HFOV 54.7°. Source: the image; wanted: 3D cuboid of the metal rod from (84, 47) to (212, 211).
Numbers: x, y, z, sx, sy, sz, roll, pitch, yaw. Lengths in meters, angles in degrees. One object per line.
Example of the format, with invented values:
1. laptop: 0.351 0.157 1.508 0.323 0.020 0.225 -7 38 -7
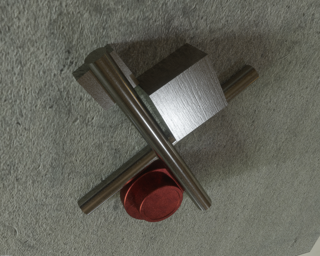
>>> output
1. metal rod: 0.004 0.025 0.394 0.025 0.025 0.300 -38 130 -3

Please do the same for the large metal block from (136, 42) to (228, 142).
1. large metal block: 0.027 -0.044 0.383 0.080 0.050 0.080 -36 130 -5

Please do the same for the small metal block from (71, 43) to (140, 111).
1. small metal block: -0.060 -0.056 0.344 0.050 0.025 0.050 -40 130 -1

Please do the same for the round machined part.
1. round machined part: -0.005 0.099 0.457 0.099 0.042 0.097 -14 125 -21

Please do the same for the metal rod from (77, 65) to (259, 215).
1. metal rod: 0.013 0.015 0.428 0.301 0.025 0.025 -39 130 -2
